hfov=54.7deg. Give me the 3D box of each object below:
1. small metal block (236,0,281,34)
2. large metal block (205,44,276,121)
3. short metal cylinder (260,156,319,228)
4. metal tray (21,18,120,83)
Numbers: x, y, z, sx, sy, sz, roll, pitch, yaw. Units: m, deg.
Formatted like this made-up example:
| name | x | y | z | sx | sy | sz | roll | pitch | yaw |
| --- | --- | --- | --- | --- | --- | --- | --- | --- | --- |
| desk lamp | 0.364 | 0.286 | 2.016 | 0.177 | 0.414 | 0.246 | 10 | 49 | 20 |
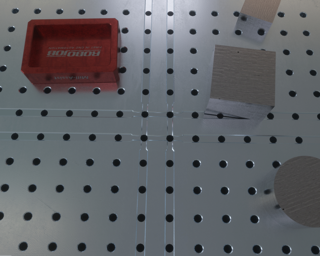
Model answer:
| name | x | y | z | sx | sy | sz | roll | pitch | yaw |
| --- | --- | --- | --- | --- | --- | --- | --- | --- | --- |
| small metal block | 0.153 | -0.181 | 0.479 | 0.050 | 0.025 | 0.050 | 22 | 71 | 7 |
| large metal block | 0.108 | -0.061 | 0.421 | 0.080 | 0.050 | 0.080 | 8 | 70 | 3 |
| short metal cylinder | 0.168 | 0.078 | 0.371 | 0.081 | 0.050 | 0.080 | 0 | 70 | 0 |
| metal tray | -0.125 | -0.112 | 0.448 | 0.131 | 0.030 | 0.090 | -1 | 70 | -1 |
